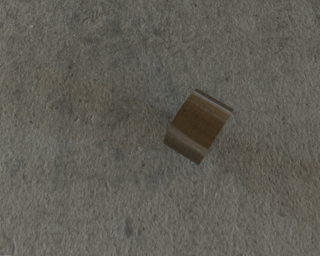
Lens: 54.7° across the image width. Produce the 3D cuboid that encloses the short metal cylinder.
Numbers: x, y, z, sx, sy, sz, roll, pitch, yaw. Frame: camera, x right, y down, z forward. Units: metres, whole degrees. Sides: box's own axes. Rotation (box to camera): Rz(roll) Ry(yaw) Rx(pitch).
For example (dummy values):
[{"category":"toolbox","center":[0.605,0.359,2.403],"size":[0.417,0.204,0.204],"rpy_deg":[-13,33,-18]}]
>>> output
[{"category":"short metal cylinder","center":[0.047,-0.001,0.380],"size":[0.050,0.080,0.080],"rpy_deg":[32,73,10]}]
